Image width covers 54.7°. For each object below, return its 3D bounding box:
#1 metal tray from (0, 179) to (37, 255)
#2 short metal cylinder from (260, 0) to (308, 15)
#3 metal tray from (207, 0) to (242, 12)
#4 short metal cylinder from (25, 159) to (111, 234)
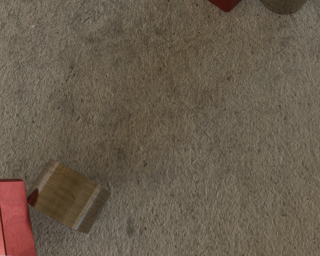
[{"bbox_3d":[-0.188,0.117,0.325,0.130,0.030,0.090,-28,69,27],"label":"metal tray"},{"bbox_3d":[0.196,-0.222,0.471,0.081,0.050,0.080,2,76,-7],"label":"short metal cylinder"},{"bbox_3d":[0.087,-0.256,0.499,0.130,0.030,0.090,40,75,13],"label":"metal tray"},{"bbox_3d":[-0.103,0.077,0.350,0.080,0.080,0.050,26,72,9],"label":"short metal cylinder"}]
